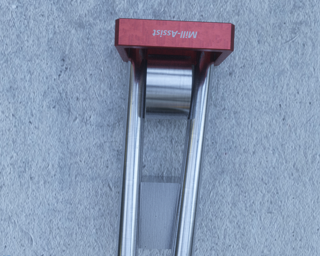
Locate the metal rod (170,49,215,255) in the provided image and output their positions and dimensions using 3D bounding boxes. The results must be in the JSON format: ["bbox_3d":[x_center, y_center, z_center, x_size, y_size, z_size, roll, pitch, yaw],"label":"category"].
[{"bbox_3d":[0.038,0.045,0.365,0.025,0.025,0.299,9,75,-1],"label":"metal rod"}]

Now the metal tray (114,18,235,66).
[{"bbox_3d":[0.016,-0.102,0.378,0.131,0.090,0.030,2,90,-1],"label":"metal tray"}]

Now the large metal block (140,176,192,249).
[{"bbox_3d":[0.002,0.105,0.397,0.081,0.050,0.079,2,90,-1],"label":"large metal block"}]

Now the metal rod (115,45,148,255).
[{"bbox_3d":[-0.033,0.042,0.365,0.025,0.025,0.299,2,75,-1],"label":"metal rod"}]

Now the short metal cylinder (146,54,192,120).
[{"bbox_3d":[0.010,-0.050,0.384,0.050,0.080,0.079,2,90,-1],"label":"short metal cylinder"}]
